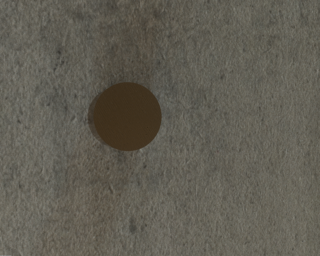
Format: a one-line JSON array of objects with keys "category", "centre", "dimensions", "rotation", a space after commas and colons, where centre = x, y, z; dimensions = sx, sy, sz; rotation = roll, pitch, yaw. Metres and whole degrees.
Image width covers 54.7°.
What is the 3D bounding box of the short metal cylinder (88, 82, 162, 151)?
[{"category": "short metal cylinder", "centre": [-0.045, -0.013, 0.380], "dimensions": [0.081, 0.050, 0.079], "rotation": [0, 90, -21]}]
